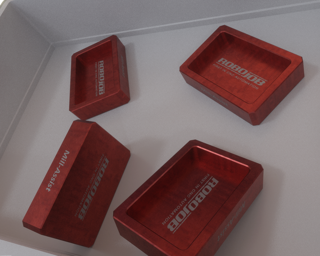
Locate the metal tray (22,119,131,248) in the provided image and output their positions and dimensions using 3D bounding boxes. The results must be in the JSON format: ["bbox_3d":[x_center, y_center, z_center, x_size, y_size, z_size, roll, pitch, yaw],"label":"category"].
[{"bbox_3d":[-0.091,0.066,0.369,0.030,0.090,0.130,8,66,31],"label":"metal tray"}]

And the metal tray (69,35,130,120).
[{"bbox_3d":[-0.100,-0.084,0.503,0.090,0.030,0.130,-20,54,15],"label":"metal tray"}]

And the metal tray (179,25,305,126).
[{"bbox_3d":[0.099,-0.072,0.393,0.090,0.030,0.130,-46,52,-4],"label":"metal tray"}]

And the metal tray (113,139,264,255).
[{"bbox_3d":[0.031,0.070,0.305,0.090,0.030,0.131,21,47,37],"label":"metal tray"}]
